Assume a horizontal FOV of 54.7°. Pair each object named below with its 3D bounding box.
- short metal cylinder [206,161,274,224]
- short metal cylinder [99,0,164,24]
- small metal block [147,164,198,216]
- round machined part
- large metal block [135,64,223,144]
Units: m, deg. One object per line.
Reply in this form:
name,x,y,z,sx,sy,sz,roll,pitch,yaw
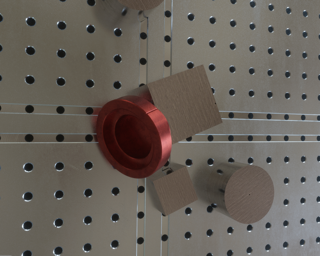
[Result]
short metal cylinder,0.114,0.090,0.443,0.081,0.050,0.079,0,90,-20
short metal cylinder,-0.035,-0.178,0.387,0.081,0.050,0.079,0,90,-21
small metal block,0.017,0.083,0.420,0.050,0.025,0.050,-23,98,-19
round machined part,-0.027,0.008,0.373,0.042,0.098,0.097,-29,102,-50
large metal block,0.025,-0.030,0.410,0.081,0.050,0.080,-22,98,-19
